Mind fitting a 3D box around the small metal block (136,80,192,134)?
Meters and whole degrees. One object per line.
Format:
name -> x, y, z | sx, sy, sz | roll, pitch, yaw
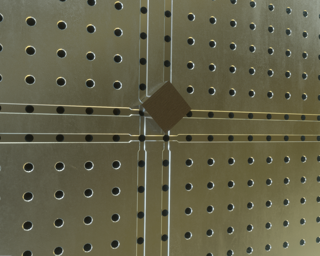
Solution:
small metal block -> 0.005, -0.027, 0.416 | 0.050, 0.025, 0.050 | -43, 104, -15
